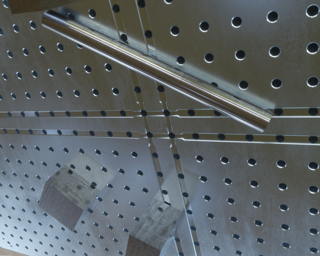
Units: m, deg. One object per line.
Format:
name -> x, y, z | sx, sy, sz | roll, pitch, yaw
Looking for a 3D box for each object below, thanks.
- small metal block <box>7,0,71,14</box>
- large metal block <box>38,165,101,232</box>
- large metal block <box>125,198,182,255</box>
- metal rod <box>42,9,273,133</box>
small metal block -> -0.146, -0.157, 0.375 | 0.050, 0.050, 0.025 | 5, 121, 26
large metal block -> -0.165, 0.128, 0.562 | 0.080, 0.050, 0.079 | 35, 129, 4
large metal block -> -0.011, 0.173, 0.489 | 0.050, 0.080, 0.079 | 23, 127, 14
metal rod -> -0.012, -0.073, 0.372 | 0.301, 0.025, 0.025 | 27, 128, 11
